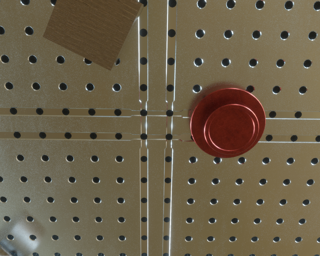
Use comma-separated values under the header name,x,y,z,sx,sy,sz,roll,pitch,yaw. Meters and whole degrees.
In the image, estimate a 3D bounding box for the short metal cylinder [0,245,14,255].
name,x,y,z,sx,sy,sz,roll,pitch,yaw
short metal cylinder,-0.254,0.225,0.465,0.080,0.080,0.050,-34,107,11

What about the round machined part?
name,x,y,z,sx,sy,sz,roll,pitch,yaw
round machined part,0.089,-0.004,0.403,0.099,0.042,0.097,0,110,0

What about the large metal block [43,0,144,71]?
name,x,y,z,sx,sy,sz,roll,pitch,yaw
large metal block,-0.073,-0.123,0.354,0.080,0.050,0.080,26,108,-10
